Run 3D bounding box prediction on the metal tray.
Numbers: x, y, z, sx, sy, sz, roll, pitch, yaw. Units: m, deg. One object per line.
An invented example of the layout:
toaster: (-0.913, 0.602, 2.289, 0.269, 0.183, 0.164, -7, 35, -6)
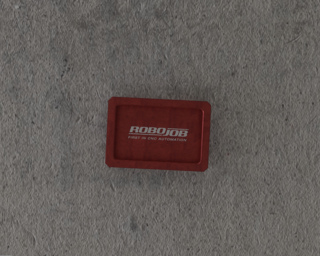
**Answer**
metal tray: (-0.002, 0.008, 0.407, 0.131, 0.030, 0.090, 3, 90, 0)
